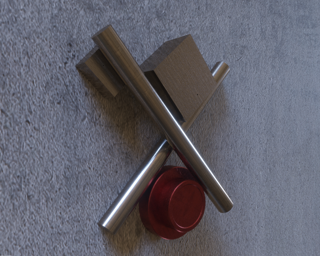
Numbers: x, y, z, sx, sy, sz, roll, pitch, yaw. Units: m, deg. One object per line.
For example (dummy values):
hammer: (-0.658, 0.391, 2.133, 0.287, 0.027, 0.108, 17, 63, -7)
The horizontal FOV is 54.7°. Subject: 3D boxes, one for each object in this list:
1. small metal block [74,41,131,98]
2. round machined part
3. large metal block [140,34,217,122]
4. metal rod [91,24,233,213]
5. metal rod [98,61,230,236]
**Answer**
small metal block: (-0.060, -0.070, 0.358, 0.050, 0.025, 0.050, 51, 60, -28)
round machined part: (0.024, 0.101, 0.417, 0.099, 0.042, 0.097, 0, 90, -40)
large metal block: (0.020, -0.064, 0.410, 0.080, 0.050, 0.080, -49, 120, -29)
metal rod: (0.017, 0.007, 0.390, 0.025, 0.025, 0.300, -51, 120, -28)
metal rod: (0.019, 0.011, 0.426, 0.025, 0.025, 0.301, 53, 59, -28)
